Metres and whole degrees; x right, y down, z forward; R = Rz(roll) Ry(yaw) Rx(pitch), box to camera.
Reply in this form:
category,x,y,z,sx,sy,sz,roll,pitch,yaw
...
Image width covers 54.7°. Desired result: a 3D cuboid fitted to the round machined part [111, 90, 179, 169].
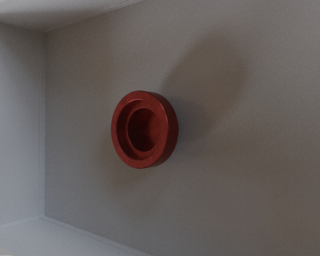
category,x,y,z,sx,sy,sz,roll,pitch,yaw
round machined part,-0.015,0.002,0.401,0.098,0.042,0.097,0,90,39
